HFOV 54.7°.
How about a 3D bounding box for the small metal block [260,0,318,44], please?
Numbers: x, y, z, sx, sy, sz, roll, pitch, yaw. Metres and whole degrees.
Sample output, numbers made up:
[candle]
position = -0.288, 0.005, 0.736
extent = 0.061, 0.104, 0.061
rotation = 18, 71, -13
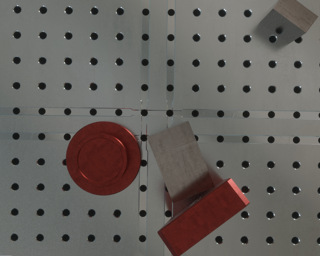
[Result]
[small metal block]
position = 0.165, -0.141, 0.402
extent = 0.050, 0.050, 0.025
rotation = 36, 90, 0

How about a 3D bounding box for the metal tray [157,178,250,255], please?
[metal tray]
position = 0.050, 0.098, 0.359
extent = 0.090, 0.130, 0.030
rotation = -37, 77, 0

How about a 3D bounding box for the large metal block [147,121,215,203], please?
[large metal block]
position = 0.023, 0.038, 0.386
extent = 0.050, 0.080, 0.080
rotation = -22, 90, 0

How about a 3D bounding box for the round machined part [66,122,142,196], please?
[round machined part]
position = -0.074, 0.040, 0.404
extent = 0.099, 0.042, 0.097
rotation = 0, 90, 0
